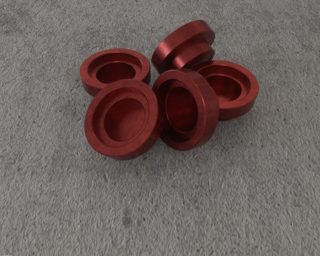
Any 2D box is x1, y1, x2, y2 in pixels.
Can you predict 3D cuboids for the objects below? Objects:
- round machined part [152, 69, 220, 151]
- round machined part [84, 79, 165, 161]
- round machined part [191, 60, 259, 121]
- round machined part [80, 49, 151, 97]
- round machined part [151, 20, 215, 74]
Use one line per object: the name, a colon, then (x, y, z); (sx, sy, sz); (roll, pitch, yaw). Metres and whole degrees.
round machined part: (0.034, -0.024, 0.380); (0.042, 0.097, 0.098); (-14, 48, -38)
round machined part: (-0.040, -0.007, 0.381); (0.098, 0.042, 0.098); (-8, 68, 20)
round machined part: (0.083, -0.048, 0.432); (0.099, 0.042, 0.098); (1, 50, -1)
round machined part: (-0.062, -0.071, 0.448); (0.099, 0.042, 0.098); (0, 46, 0)
round machined part: (0.040, -0.105, 0.450); (0.099, 0.098, 0.042); (-28, 77, -22)
